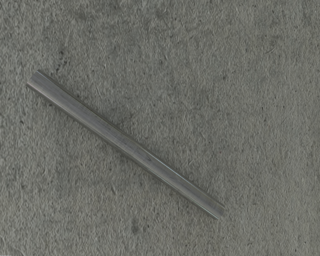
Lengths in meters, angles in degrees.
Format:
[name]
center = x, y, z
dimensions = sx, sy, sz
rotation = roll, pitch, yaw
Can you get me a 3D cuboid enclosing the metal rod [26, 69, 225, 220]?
[metal rod]
center = -0.032, 0.030, 0.397
dimensions = 0.301, 0.025, 0.025
rotation = 38, 78, -16
